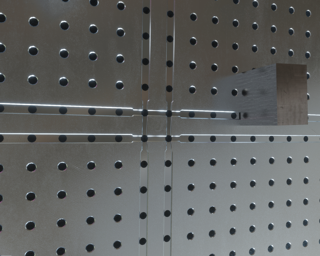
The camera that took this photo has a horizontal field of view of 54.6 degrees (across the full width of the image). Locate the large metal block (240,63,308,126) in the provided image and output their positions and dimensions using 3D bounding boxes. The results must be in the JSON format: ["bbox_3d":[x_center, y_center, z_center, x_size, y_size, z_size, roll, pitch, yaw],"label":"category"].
[{"bbox_3d":[0.159,-0.044,0.441,0.050,0.080,0.080,-2,91,-20],"label":"large metal block"}]
